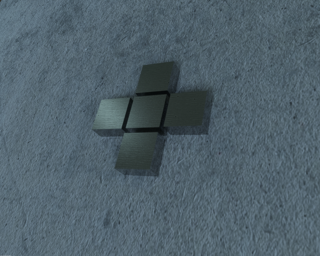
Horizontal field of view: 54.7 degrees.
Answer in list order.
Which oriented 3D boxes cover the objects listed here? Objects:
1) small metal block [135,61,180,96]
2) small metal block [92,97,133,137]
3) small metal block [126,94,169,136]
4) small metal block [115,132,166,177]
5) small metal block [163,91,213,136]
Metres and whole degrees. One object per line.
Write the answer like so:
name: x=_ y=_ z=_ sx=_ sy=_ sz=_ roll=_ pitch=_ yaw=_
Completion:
small metal block: x=-0.002 y=-0.066 z=0.446 sx=0.050 sy=0.025 sz=0.050 roll=-2 pitch=61 yaw=27
small metal block: x=-0.064 y=-0.015 z=0.446 sx=0.050 sy=0.025 sz=0.050 roll=-2 pitch=61 yaw=27
small metal block: x=-0.013 y=-0.017 z=0.421 sx=0.050 sy=0.025 sz=0.050 roll=-2 pitch=61 yaw=27
small metal block: x=-0.024 y=0.034 z=0.396 sx=0.050 sy=0.025 sz=0.050 roll=-2 pitch=61 yaw=27
small metal block: x=0.037 y=-0.018 z=0.396 sx=0.050 sy=0.025 sz=0.050 roll=-2 pitch=61 yaw=27
